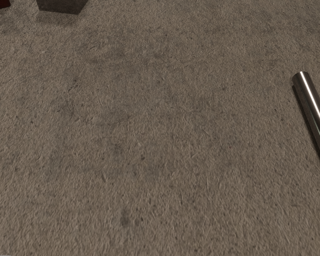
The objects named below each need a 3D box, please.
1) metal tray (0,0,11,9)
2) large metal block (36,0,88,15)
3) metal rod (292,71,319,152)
[{"bbox_3d":[-0.377,-0.258,0.611,0.131,0.030,0.090,-24,54,-20],"label":"metal tray"},{"bbox_3d":[-0.191,-0.272,0.613,0.080,0.050,0.080,9,51,7],"label":"large metal block"},{"bbox_3d":[0.211,0.038,0.373,0.025,0.025,0.300,1,50,0],"label":"metal rod"}]
